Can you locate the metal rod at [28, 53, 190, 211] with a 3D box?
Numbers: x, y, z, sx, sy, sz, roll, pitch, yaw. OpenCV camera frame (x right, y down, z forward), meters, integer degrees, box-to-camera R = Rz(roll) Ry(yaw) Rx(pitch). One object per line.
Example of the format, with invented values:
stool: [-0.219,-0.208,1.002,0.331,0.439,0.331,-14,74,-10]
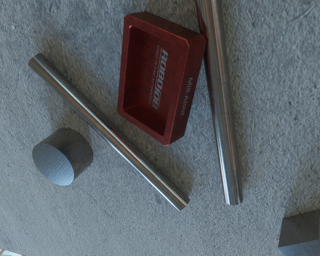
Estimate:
metal rod: [-0.071,0.008,0.449,0.300,0.025,0.025,45,129,-4]

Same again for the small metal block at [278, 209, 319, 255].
small metal block: [0.177,0.131,0.379,0.050,0.050,0.025,-32,101,38]

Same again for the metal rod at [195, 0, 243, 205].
metal rod: [0.068,-0.036,0.348,0.025,0.025,0.298,1,119,27]

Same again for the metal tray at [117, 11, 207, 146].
metal tray: [-0.004,-0.055,0.355,0.090,0.030,0.129,33,131,29]

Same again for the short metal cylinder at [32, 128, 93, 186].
short metal cylinder: [-0.157,0.046,0.502,0.080,0.050,0.079,13,124,21]
